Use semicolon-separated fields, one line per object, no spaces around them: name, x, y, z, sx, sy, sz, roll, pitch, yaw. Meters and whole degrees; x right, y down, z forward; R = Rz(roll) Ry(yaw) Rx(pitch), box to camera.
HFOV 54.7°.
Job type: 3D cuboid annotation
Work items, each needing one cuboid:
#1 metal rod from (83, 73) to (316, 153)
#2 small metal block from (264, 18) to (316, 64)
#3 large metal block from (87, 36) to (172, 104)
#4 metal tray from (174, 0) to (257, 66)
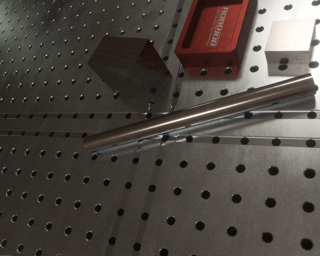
metal rod;0.035;-0.013;0.396;0.301;0.025;0.025;-15;56;19
small metal block;0.164;-0.108;0.388;0.050;0.025;0.050;8;65;31
large metal block;-0.041;-0.083;0.444;0.080;0.080;0.050;14;69;33
metal tray;0.083;-0.151;0.452;0.090;0.030;0.130;6;64;30
